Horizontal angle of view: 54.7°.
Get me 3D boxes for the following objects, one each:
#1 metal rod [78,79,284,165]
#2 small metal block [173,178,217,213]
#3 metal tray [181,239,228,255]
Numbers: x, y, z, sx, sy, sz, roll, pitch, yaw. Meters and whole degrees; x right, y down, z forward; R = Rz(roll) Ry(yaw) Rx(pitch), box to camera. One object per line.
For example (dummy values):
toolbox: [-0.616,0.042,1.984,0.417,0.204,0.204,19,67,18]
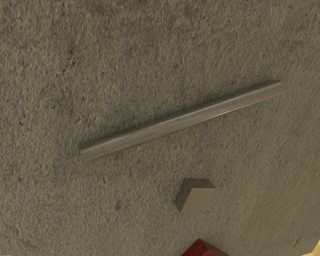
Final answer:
metal rod: [0.041,-0.014,0.420,0.302,0.025,0.025,-19,126,-17]
small metal block: [0.057,0.111,0.507,0.050,0.025,0.050,8,114,-32]
metal tray: [0.088,0.283,0.626,0.090,0.030,0.130,-46,129,3]
